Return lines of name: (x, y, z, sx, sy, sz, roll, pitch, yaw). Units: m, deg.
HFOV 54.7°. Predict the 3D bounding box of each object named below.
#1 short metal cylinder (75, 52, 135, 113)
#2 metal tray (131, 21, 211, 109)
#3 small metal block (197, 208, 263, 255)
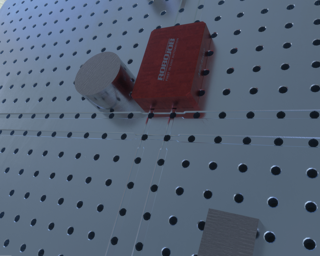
short metal cylinder: (-0.083, -0.070, 0.479, 0.080, 0.050, 0.080, -13, 56, 21)
metal tray: (0.018, -0.092, 0.452, 0.090, 0.030, 0.130, 0, 62, 28)
small metal block: (0.069, 0.111, 0.304, 0.050, 0.025, 0.050, 5, 64, 30)
